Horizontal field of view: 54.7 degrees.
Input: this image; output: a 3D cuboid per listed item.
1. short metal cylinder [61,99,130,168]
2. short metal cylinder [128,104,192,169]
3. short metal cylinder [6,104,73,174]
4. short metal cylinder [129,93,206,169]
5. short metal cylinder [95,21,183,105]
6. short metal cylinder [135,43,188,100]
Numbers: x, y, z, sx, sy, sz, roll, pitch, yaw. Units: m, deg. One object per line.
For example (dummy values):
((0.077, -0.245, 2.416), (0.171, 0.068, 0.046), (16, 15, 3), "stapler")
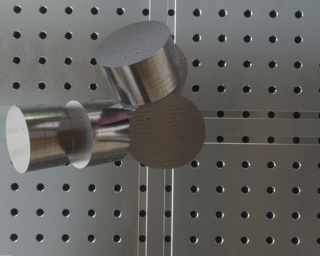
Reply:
((-0.080, 0.005, 0.378), (0.050, 0.080, 0.080), (-7, 90, -42), "short metal cylinder")
((-0.002, 0.009, 0.400), (0.081, 0.050, 0.079), (0, 90, 0), "short metal cylinder")
((-0.148, 0.011, 0.378), (0.050, 0.080, 0.080), (-8, 90, -42), "short metal cylinder")
((0.008, 0.003, 0.349), (0.081, 0.050, 0.079), (0, 90, 0), "short metal cylinder")
((-0.021, -0.070, 0.329), (0.080, 0.080, 0.050), (-24, 133, 0), "short metal cylinder")
((-0.006, -0.071, 0.400), (0.081, 0.050, 0.079), (0, 90, 0), "short metal cylinder")
